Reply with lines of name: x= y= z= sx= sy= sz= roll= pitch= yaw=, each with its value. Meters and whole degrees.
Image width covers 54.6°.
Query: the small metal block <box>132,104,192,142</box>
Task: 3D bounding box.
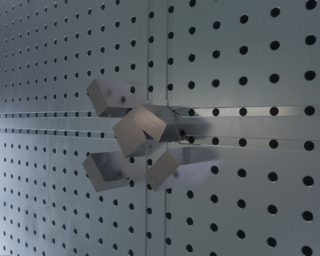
small metal block: x=0.003 y=-0.007 z=0.392 sx=0.050 sy=0.050 sz=0.025 roll=38 pitch=113 yaw=33

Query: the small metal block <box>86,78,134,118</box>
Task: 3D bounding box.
small metal block: x=-0.073 y=-0.043 z=0.455 sx=0.025 sy=0.050 sz=0.050 roll=-41 pitch=65 yaw=32

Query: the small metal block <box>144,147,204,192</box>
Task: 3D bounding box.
small metal block: x=0.017 y=0.050 z=0.380 sx=0.050 sy=0.050 sz=0.025 roll=-51 pitch=60 yaw=28

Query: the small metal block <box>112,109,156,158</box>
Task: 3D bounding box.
small metal block: x=-0.035 y=0.008 z=0.440 sx=0.050 sy=0.025 sz=0.050 roll=-39 pitch=66 yaw=33

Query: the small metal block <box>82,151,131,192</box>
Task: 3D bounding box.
small metal block: x=-0.079 y=0.063 z=0.460 sx=0.025 sy=0.050 sz=0.050 roll=-49 pitch=61 yaw=29
